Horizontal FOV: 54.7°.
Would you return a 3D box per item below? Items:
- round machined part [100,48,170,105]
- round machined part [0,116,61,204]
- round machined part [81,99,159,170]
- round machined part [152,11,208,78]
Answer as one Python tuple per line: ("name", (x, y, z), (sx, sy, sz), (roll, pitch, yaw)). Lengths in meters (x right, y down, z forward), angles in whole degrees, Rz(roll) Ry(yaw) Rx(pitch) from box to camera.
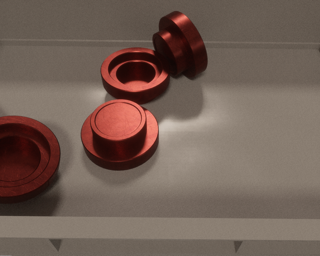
("round machined part", (-0.035, -0.072, 0.454), (0.099, 0.042, 0.098), (0, 50, 0))
("round machined part", (-0.164, 0.038, 0.348), (0.099, 0.042, 0.098), (10, 56, -15))
("round machined part", (-0.051, 0.001, 0.392), (0.099, 0.042, 0.098), (0, 50, 0))
("round machined part", (0.024, -0.117, 0.458), (0.042, 0.098, 0.098), (-32, 56, -11))
